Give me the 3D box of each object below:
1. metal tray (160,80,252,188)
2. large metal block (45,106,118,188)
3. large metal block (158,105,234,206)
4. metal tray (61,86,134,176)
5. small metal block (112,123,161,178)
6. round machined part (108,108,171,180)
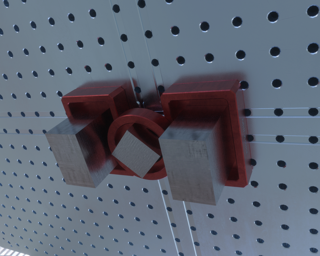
[{"bbox_3d":[0.059,0.010,0.382,0.090,0.030,0.129,0,118,28],"label":"metal tray"},{"bbox_3d":[-0.097,0.023,0.424,0.050,0.080,0.080,1,119,28],"label":"large metal block"},{"bbox_3d":[0.046,0.027,0.351,0.050,0.080,0.080,2,119,28],"label":"large metal block"},{"bbox_3d":[-0.081,0.007,0.454,0.090,0.030,0.129,1,119,28],"label":"metal tray"},{"bbox_3d":[-0.025,0.027,0.389,0.050,0.025,0.050,38,129,2],"label":"small metal block"},{"bbox_3d":[-0.016,0.017,0.408,0.098,0.042,0.097,13,124,21],"label":"round machined part"}]
